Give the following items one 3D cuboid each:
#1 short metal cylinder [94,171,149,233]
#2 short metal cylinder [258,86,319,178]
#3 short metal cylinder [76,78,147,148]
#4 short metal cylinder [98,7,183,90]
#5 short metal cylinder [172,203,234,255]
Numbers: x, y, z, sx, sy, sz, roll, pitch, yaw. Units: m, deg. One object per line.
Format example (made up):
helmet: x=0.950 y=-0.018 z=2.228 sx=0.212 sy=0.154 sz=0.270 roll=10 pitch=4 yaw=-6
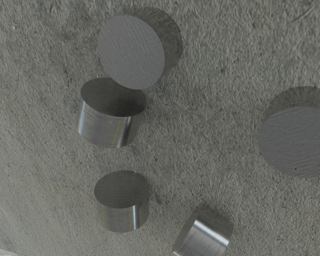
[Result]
short metal cylinder: x=-0.056 y=0.110 z=0.469 sx=0.080 sy=0.080 sz=0.050 roll=14 pitch=124 yaw=20
short metal cylinder: x=0.146 y=0.004 z=0.316 sx=0.080 sy=0.050 sz=0.079 roll=13 pitch=124 yaw=21
short metal cylinder: x=-0.062 y=-0.021 z=0.391 sx=0.080 sy=0.080 sz=0.050 roll=28 pitch=128 yaw=10
short metal cylinder: x=-0.021 y=-0.090 z=0.347 sx=0.080 sy=0.050 sz=0.079 roll=13 pitch=124 yaw=21
short metal cylinder: x=0.059 y=0.153 z=0.435 sx=0.050 sy=0.080 sz=0.079 roll=33 pitch=129 yaw=6
